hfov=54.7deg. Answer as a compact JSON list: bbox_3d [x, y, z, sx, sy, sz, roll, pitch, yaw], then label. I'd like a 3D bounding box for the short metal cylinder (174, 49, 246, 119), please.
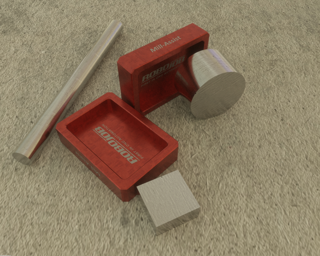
[{"bbox_3d":[0.066,-0.058,0.417,0.081,0.080,0.050,-18,53,-15],"label":"short metal cylinder"}]

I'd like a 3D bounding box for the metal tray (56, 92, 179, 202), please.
[{"bbox_3d":[-0.053,0.017,0.384,0.130,0.030,0.091,37,59,26],"label":"metal tray"}]

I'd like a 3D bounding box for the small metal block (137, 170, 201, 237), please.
[{"bbox_3d":[0.008,0.080,0.336,0.050,0.025,0.050,-20,53,-16],"label":"small metal block"}]

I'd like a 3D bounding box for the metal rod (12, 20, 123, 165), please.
[{"bbox_3d":[-0.121,-0.073,0.462,0.025,0.025,0.300,13,51,10],"label":"metal rod"}]

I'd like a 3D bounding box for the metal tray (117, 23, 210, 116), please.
[{"bbox_3d":[0.007,-0.078,0.426,0.131,0.089,0.030,-32,57,-24],"label":"metal tray"}]
